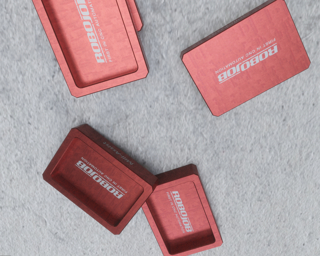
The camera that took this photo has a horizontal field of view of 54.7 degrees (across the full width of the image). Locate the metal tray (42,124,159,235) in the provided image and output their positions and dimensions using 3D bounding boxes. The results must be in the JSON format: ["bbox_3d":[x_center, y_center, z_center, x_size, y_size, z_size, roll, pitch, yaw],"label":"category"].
[{"bbox_3d":[-0.080,0.068,0.412,0.130,0.030,0.090,37,106,3],"label":"metal tray"}]

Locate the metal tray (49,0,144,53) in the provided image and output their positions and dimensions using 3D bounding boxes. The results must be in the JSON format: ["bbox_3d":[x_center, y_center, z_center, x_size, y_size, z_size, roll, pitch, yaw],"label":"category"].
[{"bbox_3d":[-0.081,-0.160,0.346,0.090,0.030,0.129,-18,109,6],"label":"metal tray"}]

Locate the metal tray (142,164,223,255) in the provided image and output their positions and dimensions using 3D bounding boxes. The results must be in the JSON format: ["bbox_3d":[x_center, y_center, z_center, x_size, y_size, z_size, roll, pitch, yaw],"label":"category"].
[{"bbox_3d":[0.030,0.125,0.453,0.090,0.030,0.129,-19,109,6],"label":"metal tray"}]

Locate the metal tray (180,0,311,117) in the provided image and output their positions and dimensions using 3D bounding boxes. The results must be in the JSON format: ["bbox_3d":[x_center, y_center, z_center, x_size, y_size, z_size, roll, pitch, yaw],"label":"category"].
[{"bbox_3d":[0.102,-0.083,0.378,0.130,0.030,0.090,-29,108,9],"label":"metal tray"}]

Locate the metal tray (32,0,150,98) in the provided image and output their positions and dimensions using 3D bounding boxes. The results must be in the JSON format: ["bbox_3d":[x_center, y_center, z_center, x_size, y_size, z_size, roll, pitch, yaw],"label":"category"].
[{"bbox_3d":[-0.073,-0.107,0.334,0.090,0.030,0.129,-16,110,5],"label":"metal tray"}]
